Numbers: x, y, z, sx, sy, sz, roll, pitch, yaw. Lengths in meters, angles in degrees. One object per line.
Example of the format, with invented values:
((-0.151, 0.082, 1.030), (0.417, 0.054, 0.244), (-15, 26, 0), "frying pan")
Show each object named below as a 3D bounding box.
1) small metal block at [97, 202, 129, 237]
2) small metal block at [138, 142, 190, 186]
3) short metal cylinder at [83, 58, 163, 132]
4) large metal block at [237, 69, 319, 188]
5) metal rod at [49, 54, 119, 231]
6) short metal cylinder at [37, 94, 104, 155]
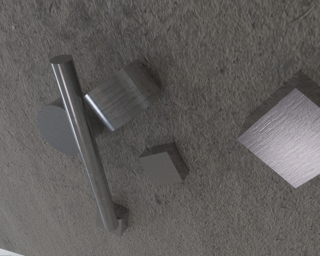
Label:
((-0.084, 0.159, 0.550), (0.050, 0.025, 0.050), (20, 126, 16), "small metal block")
((0.005, 0.052, 0.436), (0.050, 0.025, 0.050), (-16, 110, 34), "small metal block")
((-0.044, -0.039, 0.370), (0.080, 0.080, 0.050), (-28, 103, 37), "short metal cylinder")
((0.141, 0.002, 0.318), (0.080, 0.050, 0.080), (40, 129, 0), "large metal block")
((-0.095, 0.043, 0.429), (0.025, 0.025, 0.298), (11, 130, 22), "metal rod")
((-0.130, -0.008, 0.454), (0.080, 0.050, 0.079), (13, 124, 21), "short metal cylinder")
